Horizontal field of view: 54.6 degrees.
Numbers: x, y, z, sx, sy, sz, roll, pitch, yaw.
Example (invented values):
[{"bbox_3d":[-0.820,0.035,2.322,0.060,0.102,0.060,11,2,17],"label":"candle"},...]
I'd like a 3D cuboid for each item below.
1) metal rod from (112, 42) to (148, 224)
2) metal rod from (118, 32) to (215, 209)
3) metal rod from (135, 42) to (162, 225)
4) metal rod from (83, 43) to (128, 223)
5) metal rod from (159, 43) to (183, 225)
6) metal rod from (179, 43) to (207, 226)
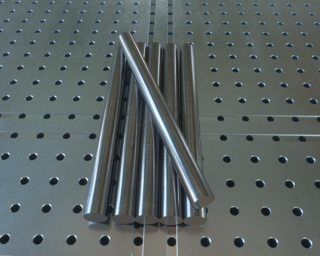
[{"bbox_3d":[-0.035,-0.019,0.422,0.025,0.025,0.300,1,50,1],"label":"metal rod"},{"bbox_3d":[-0.005,-0.033,0.403,0.025,0.025,0.300,-15,52,-12],"label":"metal rod"},{"bbox_3d":[-0.011,-0.018,0.422,0.025,0.025,0.300,1,50,1],"label":"metal rod"},{"bbox_3d":[-0.065,-0.020,0.423,0.025,0.025,0.300,1,50,1],"label":"metal rod"},{"bbox_3d":[0.015,-0.017,0.423,0.025,0.025,0.300,1,50,1],"label":"metal rod"},{"bbox_3d":[0.041,-0.017,0.423,0.025,0.025,0.300,1,50,1],"label":"metal rod"}]
